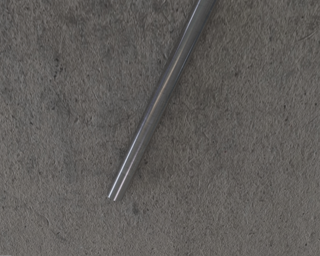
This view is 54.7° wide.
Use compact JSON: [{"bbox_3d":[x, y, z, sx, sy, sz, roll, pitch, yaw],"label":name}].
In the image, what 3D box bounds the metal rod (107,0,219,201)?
[{"bbox_3d":[-0.003,-0.030,0.398,0.025,0.025,0.298,23,108,-9],"label":"metal rod"}]
